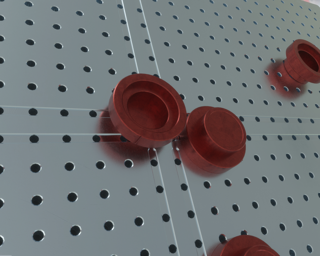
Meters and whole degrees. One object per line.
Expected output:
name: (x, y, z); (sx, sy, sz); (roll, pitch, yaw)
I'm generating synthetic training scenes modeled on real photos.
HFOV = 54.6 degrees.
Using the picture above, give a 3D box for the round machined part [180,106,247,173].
round machined part: (0.081, 0.010, 0.434); (0.099, 0.042, 0.098); (14, 56, -21)

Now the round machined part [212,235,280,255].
round machined part: (0.108, 0.171, 0.350); (0.099, 0.042, 0.098); (13, 56, -21)

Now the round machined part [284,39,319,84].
round machined part: (0.296, -0.131, 0.635); (0.099, 0.042, 0.098); (13, 56, -21)

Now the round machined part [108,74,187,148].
round machined part: (-0.019, -0.018, 0.398); (0.099, 0.042, 0.098); (13, 56, -21)
